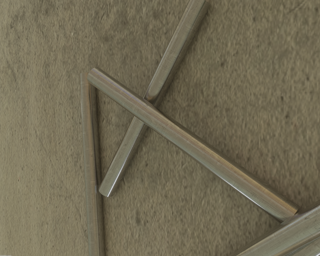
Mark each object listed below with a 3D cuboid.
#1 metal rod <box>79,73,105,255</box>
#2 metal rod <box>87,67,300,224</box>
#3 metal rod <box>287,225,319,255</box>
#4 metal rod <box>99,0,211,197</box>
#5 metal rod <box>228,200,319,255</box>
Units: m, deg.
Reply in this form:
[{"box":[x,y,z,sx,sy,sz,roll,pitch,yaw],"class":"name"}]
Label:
[{"box":[-0.107,0.062,0.490,0.025,0.025,0.298,-6,86,39],"class":"metal rod"},{"box":[0.019,0.006,0.364,0.300,0.025,0.025,36,112,26],"class":"metal rod"},{"box":[0.109,0.151,0.313,0.025,0.025,0.298,52,120,27],"class":"metal rod"},{"box":[-0.016,-0.028,0.416,0.025,0.025,0.298,41,115,32],"class":"metal rod"},{"box":[0.102,0.117,0.298,0.298,0.025,0.025,-51,61,35],"class":"metal rod"}]
